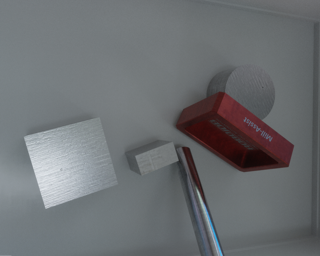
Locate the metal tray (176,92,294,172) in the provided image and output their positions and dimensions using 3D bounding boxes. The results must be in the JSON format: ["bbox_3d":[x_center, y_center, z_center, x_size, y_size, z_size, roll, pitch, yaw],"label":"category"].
[{"bbox_3d":[0.097,0.011,0.410,0.130,0.090,0.030,34,65,-17],"label":"metal tray"}]

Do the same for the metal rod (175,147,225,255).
[{"bbox_3d":[0.060,0.147,0.334,0.025,0.025,0.300,2,49,-20],"label":"metal rod"}]

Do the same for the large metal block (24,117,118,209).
[{"bbox_3d":[-0.103,0.036,0.360,0.081,0.050,0.080,-16,96,-20],"label":"large metal block"}]

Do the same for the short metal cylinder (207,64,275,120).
[{"bbox_3d":[0.114,-0.047,0.441,0.081,0.050,0.079,0,90,-21],"label":"short metal cylinder"}]

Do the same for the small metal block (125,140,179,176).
[{"bbox_3d":[-0.012,0.036,0.394,0.050,0.050,0.025,-20,97,-19],"label":"small metal block"}]
